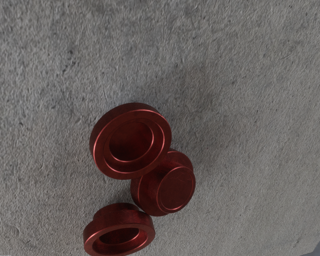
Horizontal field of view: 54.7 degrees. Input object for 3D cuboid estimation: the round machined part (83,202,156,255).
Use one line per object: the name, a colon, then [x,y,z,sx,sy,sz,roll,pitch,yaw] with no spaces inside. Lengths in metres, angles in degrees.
round machined part: [-0.059,0.142,0.440,0.099,0.042,0.097,-10,136,-9]

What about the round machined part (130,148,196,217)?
round machined part: [0.011,0.079,0.434,0.099,0.042,0.097,-12,111,-34]

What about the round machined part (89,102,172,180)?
round machined part: [-0.038,0.012,0.382,0.099,0.042,0.097,-14,124,-21]
